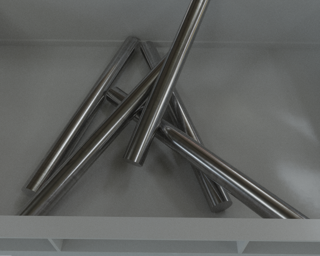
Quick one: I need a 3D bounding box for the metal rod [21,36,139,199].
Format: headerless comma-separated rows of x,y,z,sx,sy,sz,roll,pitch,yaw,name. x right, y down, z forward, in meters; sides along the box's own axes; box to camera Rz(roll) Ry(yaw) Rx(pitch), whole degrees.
-0.094,-0.036,0.434,0.025,0.025,0.301,14,51,12,metal rod

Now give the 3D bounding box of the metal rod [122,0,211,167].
0.023,-0.093,0.393,0.025,0.025,0.300,18,71,14,metal rod

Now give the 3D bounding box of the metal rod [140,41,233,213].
0.023,-0.025,0.425,0.025,0.025,0.300,-13,51,-11,metal rod

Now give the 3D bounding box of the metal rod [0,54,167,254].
-0.066,0.010,0.364,0.025,0.025,0.301,30,65,22,metal rod

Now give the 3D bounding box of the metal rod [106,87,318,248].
0.032,0.023,0.356,0.025,0.025,0.300,-34,49,-25,metal rod
